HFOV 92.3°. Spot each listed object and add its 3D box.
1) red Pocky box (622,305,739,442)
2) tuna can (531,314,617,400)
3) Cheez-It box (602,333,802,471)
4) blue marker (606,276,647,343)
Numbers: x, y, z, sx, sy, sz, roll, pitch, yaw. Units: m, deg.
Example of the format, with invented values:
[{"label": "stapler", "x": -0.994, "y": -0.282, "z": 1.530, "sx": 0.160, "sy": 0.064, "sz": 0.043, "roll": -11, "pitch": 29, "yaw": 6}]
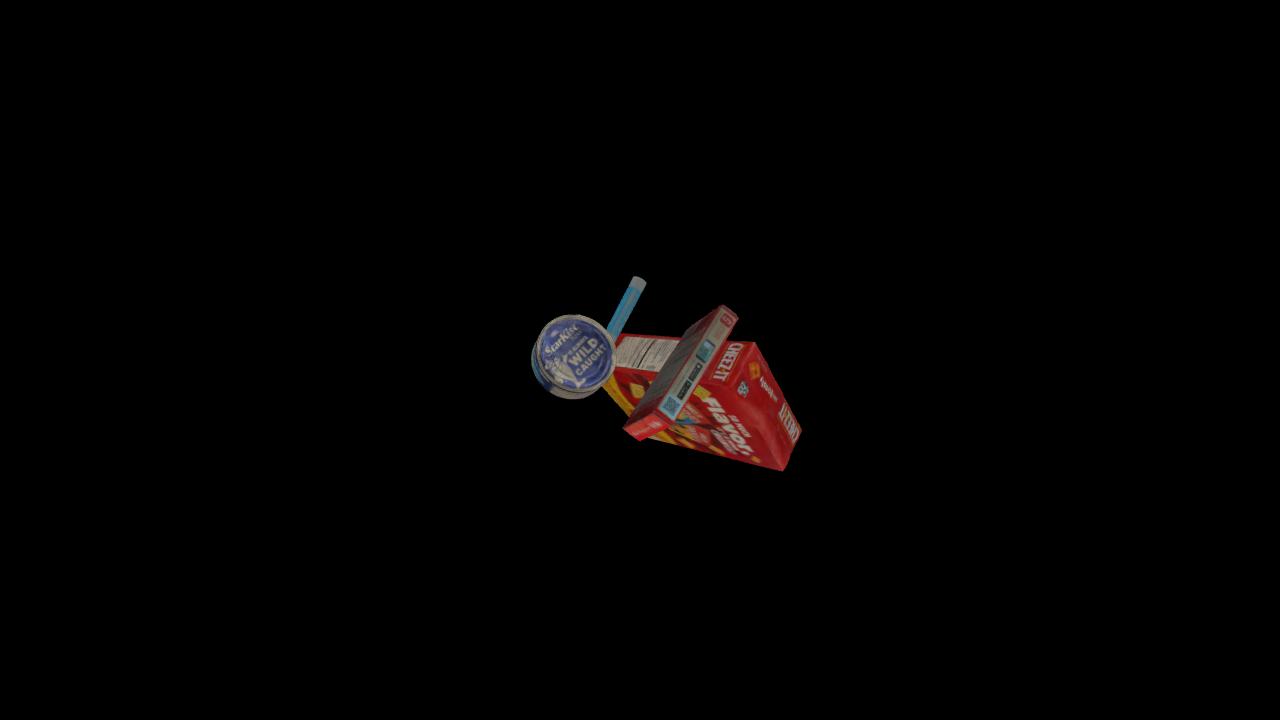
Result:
[{"label": "red Pocky box", "x": 0.043, "y": 0.014, "z": 0.657, "sx": 0.028, "sy": 0.155, "sz": 0.083, "roll": 40, "pitch": -28, "yaw": -9}, {"label": "tuna can", "x": -0.068, "y": -0.003, "z": 0.633, "sx": 0.084, "sy": 0.084, "sz": 0.034, "roll": 0, "pitch": -19, "yaw": -22}, {"label": "Cheez-It box", "x": 0.065, "y": 0.046, "z": 0.756, "sx": 0.223, "sy": 0.071, "sz": 0.166, "roll": 7, "pitch": -35, "yaw": 43}, {"label": "blue marker", "x": -0.027, "y": -0.046, "z": 0.747, "sx": 0.020, "sy": 0.121, "sz": 0.020, "roll": 26, "pitch": -13, "yaw": 6}]
